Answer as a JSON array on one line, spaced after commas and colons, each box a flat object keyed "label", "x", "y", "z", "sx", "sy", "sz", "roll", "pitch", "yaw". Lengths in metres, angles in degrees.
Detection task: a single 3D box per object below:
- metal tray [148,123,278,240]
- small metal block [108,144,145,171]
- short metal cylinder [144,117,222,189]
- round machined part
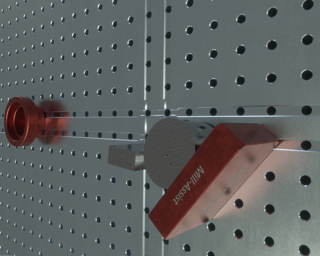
[{"label": "metal tray", "x": 0.055, "y": 0.053, "z": 0.320, "sx": 0.030, "sy": 0.091, "sz": 0.129, "roll": 48, "pitch": 118, "yaw": 29}, {"label": "small metal block", "x": -0.034, "y": 0.038, "z": 0.419, "sx": 0.050, "sy": 0.050, "sz": 0.025, "roll": 9, "pitch": 96, "yaw": 39}, {"label": "short metal cylinder", "x": 0.026, "y": 0.030, "z": 0.363, "sx": 0.080, "sy": 0.050, "sz": 0.080, "roll": -8, "pitch": 79, "yaw": 45}, {"label": "round machined part", "x": -0.265, "y": -0.013, "z": 0.613, "sx": 0.098, "sy": 0.042, "sz": 0.097, "roll": 0, "pitch": 90, "yaw": 39}]
